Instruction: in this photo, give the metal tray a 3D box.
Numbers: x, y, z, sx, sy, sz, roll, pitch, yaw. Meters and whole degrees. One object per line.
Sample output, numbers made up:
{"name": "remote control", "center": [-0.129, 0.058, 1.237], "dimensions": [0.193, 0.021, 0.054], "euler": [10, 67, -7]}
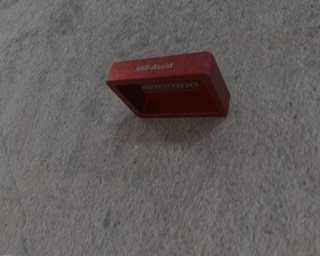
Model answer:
{"name": "metal tray", "center": [0.012, -0.048, 0.384], "dimensions": [0.130, 0.090, 0.030], "euler": [0, 62, 28]}
